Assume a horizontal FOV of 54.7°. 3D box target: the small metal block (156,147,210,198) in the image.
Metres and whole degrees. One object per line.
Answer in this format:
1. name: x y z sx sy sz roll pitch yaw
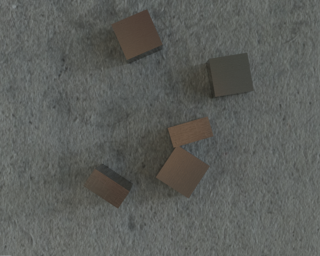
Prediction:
1. small metal block: 0.029 0.056 0.410 0.050 0.025 0.050 33 90 -1

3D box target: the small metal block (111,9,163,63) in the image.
1. small metal block: -0.030 -0.120 0.410 0.050 0.025 0.050 -24 90 -1

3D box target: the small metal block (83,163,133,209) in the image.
1. small metal block: -0.064 0.073 0.397 0.050 0.050 0.025 34 90 -1

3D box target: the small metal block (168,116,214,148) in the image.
1. small metal block: 0.037 0.005 0.398 0.050 0.050 0.025 -16 90 0

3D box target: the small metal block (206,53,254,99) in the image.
1. small metal block: 0.092 -0.069 0.411 0.050 0.025 0.050 -9 90 -1
